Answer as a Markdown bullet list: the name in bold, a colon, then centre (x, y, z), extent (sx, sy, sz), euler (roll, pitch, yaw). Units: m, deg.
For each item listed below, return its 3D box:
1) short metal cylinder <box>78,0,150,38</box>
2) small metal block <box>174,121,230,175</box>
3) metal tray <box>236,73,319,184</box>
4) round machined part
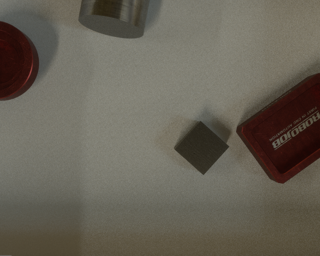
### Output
- **short metal cylinder**: centre (-0.056, -0.149, 0.383), extent (0.080, 0.080, 0.050), euler (10, 90, -1)
- **small metal block**: centre (0.054, 0.026, 0.412), extent (0.050, 0.025, 0.050), euler (42, 90, -1)
- **metal tray**: centre (0.181, 0.000, 0.411), extent (0.130, 0.030, 0.090), euler (-35, 90, -1)
- **round machined part**: centre (-0.205, -0.084, 0.400), extent (0.099, 0.042, 0.097), euler (0, 90, -1)
